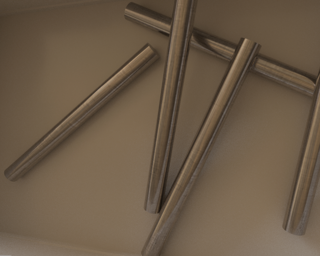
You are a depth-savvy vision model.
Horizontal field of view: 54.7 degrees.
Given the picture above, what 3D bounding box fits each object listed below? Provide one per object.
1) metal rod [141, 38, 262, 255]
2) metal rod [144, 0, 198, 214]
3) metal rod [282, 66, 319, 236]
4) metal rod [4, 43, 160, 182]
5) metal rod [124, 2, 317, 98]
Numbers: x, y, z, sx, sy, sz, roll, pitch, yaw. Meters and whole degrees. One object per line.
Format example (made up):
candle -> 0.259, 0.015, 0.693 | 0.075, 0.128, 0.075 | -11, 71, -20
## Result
metal rod -> 0.044, 0.037, 0.380 | 0.025, 0.025, 0.298 | 28, 104, 17
metal rod -> 0.012, -0.033, 0.370 | 0.025, 0.025, 0.298 | 15, 108, 19
metal rod -> 0.173, -0.027, 0.324 | 0.025, 0.025, 0.298 | 12, 104, 19
metal rod -> -0.122, -0.015, 0.451 | 0.300, 0.025, 0.025 | -38, 78, 15
metal rod -> 0.086, -0.093, 0.379 | 0.301, 0.025, 0.025 | 28, 99, 17
